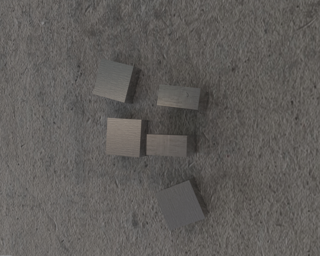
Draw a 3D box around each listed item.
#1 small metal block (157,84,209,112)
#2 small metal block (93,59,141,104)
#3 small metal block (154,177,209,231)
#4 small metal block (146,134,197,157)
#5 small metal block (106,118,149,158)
[{"bbox_3d":[0.030,-0.037,0.385,0.050,0.050,0.025,8,93,20],"label":"small metal block"},{"bbox_3d":[-0.059,-0.064,0.430,0.050,0.025,0.050,17,96,19],"label":"small metal block"},{"bbox_3d":[0.028,0.097,0.399,0.050,0.025,0.050,-25,82,18],"label":"small metal block"},{"bbox_3d":[0.016,0.021,0.390,0.050,0.050,0.025,2,91,20],"label":"small metal block"},{"bbox_3d":[-0.045,0.012,0.425,0.050,0.025,0.050,4,91,20],"label":"small metal block"}]
